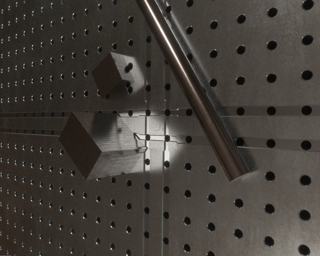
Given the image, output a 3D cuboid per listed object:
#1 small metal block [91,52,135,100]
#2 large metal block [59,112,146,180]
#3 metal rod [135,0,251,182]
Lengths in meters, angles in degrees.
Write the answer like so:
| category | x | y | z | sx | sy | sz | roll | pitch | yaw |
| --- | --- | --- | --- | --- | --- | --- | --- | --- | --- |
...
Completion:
| category | x | y | z | sx | sy | sz | roll | pitch | yaw |
| --- | --- | --- | --- | --- | --- | --- | --- | --- | --- |
| small metal block | -0.071 | -0.077 | 0.466 | 0.050 | 0.025 | 0.050 | -37 | 67 | 33 |
| large metal block | -0.081 | 0.022 | 0.438 | 0.080 | 0.081 | 0.050 | 47 | 118 | 29 |
| metal rod | 0.027 | -0.074 | 0.385 | 0.025 | 0.025 | 0.299 | -38 | 67 | 33 |
